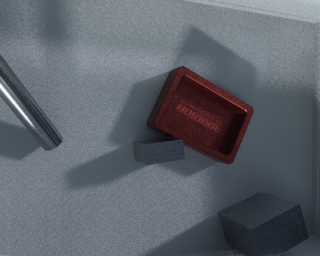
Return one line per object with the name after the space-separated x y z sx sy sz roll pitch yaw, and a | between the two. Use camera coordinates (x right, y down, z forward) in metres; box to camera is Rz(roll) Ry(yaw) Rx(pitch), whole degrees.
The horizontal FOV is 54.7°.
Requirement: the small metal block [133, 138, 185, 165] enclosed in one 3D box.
-0.002 0.029 0.397 0.050 0.050 0.025 -7 93 -20 | small metal block

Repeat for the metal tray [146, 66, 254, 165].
0.058 -0.015 0.430 0.131 0.030 0.090 27 81 -19 | metal tray

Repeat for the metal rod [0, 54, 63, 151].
-0.178 -0.091 0.277 0.025 0.025 0.299 -38 128 -16 | metal rod

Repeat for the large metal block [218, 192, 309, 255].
0.143 0.136 0.436 0.081 0.080 0.050 -19 97 -19 | large metal block
